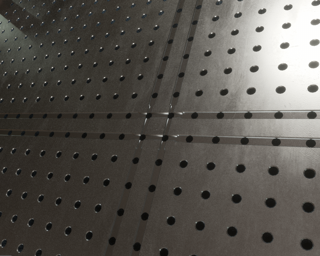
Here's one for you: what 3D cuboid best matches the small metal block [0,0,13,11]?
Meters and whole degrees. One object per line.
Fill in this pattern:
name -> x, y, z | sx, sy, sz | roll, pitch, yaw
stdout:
small metal block -> -0.432, -0.343, 0.824 | 0.050, 0.050, 0.025 | 0, 62, 28
